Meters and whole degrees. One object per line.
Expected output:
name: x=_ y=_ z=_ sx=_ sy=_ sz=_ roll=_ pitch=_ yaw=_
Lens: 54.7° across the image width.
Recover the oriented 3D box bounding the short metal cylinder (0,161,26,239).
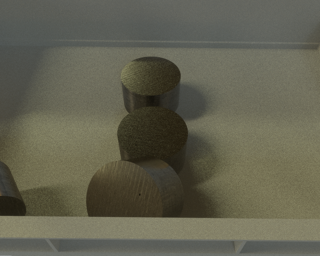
short metal cylinder: x=-0.181 y=0.075 z=0.304 sx=0.081 sy=0.080 sz=0.050 roll=-27 pitch=55 yaw=-21

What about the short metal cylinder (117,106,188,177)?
short metal cylinder: x=-0.008 y=0.020 z=0.372 sx=0.081 sy=0.050 sz=0.080 roll=0 pitch=50 yaw=0

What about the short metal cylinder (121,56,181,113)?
short metal cylinder: x=-0.012 y=-0.056 z=0.436 sx=0.081 sy=0.050 sz=0.080 roll=0 pitch=50 yaw=0

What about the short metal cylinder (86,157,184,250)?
short metal cylinder: x=-0.023 y=0.069 z=0.301 sx=0.080 sy=0.080 sz=0.050 roll=30 pitch=12 yaw=22
